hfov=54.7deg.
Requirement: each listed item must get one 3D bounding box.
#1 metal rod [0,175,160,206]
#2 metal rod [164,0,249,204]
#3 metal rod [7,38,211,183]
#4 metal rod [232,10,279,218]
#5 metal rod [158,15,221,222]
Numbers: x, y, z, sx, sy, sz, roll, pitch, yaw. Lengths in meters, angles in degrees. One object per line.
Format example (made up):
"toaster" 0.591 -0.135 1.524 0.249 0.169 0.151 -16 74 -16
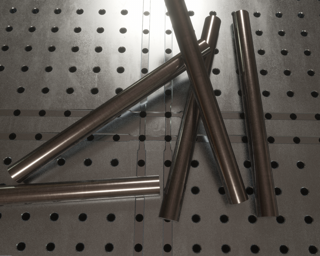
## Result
"metal rod" -0.151 0.080 0.380 0.302 0.025 0.025 -4 70 -2
"metal rod" 0.053 -0.052 0.393 0.025 0.025 0.298 -17 85 -6
"metal rod" -0.060 -0.027 0.407 0.301 0.025 0.025 -35 74 -7
"metal rod" 0.127 -0.033 0.425 0.025 0.025 0.299 -1 70 -1
"metal rod" 0.045 -0.026 0.421 0.025 0.025 0.299 13 70 4
